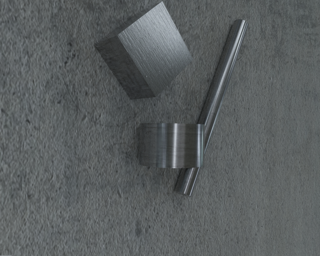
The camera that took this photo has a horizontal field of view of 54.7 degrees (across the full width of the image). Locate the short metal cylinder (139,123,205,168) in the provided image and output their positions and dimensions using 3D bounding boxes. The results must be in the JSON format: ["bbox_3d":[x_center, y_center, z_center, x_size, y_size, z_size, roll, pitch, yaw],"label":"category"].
[{"bbox_3d":[0.015,0.020,0.383,0.081,0.080,0.050,2,89,-40],"label":"short metal cylinder"}]

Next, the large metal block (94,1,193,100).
[{"bbox_3d":[-0.017,-0.092,0.376,0.080,0.050,0.080,-48,119,-29],"label":"large metal block"}]

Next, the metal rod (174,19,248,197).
[{"bbox_3d":[0.084,-0.041,0.477,0.025,0.025,0.299,34,69,-35],"label":"metal rod"}]
